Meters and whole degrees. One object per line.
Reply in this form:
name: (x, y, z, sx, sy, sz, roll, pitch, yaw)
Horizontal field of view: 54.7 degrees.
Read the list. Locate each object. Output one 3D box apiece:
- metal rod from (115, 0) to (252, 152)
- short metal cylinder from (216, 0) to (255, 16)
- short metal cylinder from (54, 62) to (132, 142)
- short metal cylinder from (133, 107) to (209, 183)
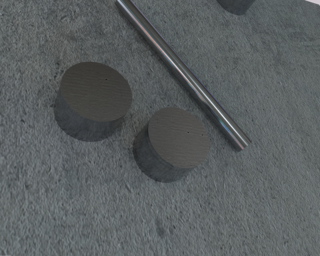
metal rod: (0.032, -0.088, 0.474, 0.025, 0.025, 0.300, -33, 80, -38)
short metal cylinder: (0.162, -0.284, 0.648, 0.081, 0.050, 0.080, 14, 56, -21)
short metal cylinder: (-0.079, -0.030, 0.364, 0.081, 0.050, 0.080, 14, 56, -21)
short metal cylinder: (0.013, 0.021, 0.382, 0.081, 0.050, 0.080, 14, 56, -21)
